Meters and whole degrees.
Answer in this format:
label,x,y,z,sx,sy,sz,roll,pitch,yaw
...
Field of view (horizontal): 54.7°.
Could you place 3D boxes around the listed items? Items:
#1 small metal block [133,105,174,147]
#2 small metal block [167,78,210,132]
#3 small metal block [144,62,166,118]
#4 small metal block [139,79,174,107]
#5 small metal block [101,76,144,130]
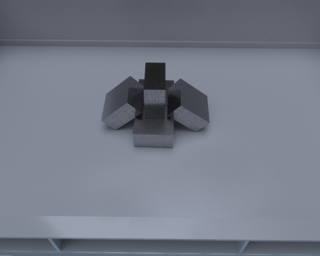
label,x,y,z,sx,sy,sz,roll,pitch,yaw
small metal block,-0.007,-0.003,0.405,0.050,0.025,0.050,2,50,2
small metal block,0.038,-0.030,0.413,0.050,0.025,0.050,29,44,-28
small metal block,-0.006,-0.047,0.393,0.025,0.050,0.050,1,50,0
small metal block,-0.006,-0.042,0.437,0.050,0.025,0.050,2,50,1
small metal block,-0.049,-0.033,0.412,0.050,0.025,0.050,-30,41,32
